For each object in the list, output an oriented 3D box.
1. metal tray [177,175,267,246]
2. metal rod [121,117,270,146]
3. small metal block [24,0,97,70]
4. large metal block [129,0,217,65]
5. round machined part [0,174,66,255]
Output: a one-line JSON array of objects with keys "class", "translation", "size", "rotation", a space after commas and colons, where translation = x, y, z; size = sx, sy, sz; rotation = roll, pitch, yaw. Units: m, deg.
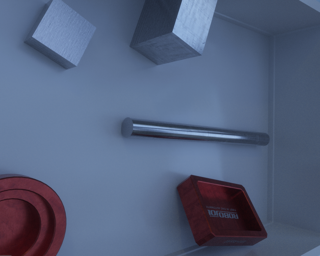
[{"class": "metal tray", "translation": [0.092, 0.121, 0.450], "size": [0.131, 0.030, 0.090], "rotation": [17, 40, -39]}, {"class": "metal rod", "translation": [0.075, 0.010, 0.472], "size": [0.302, 0.025, 0.025], "rotation": [5, 87, -40]}, {"class": "small metal block", "translation": [-0.102, -0.097, 0.322], "size": [0.050, 0.025, 0.050], "rotation": [33, 69, -35]}, {"class": "large metal block", "translation": [0.016, -0.131, 0.386], "size": [0.050, 0.080, 0.080], "rotation": [27, 73, -37]}, {"class": "round machined part", "translation": [-0.140, 0.090, 0.279], "size": [0.099, 0.042, 0.097], "rotation": [0, 90, -40]}]
